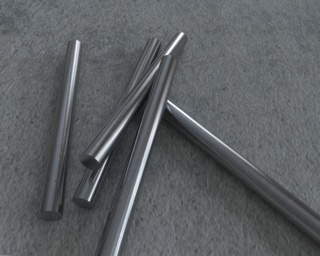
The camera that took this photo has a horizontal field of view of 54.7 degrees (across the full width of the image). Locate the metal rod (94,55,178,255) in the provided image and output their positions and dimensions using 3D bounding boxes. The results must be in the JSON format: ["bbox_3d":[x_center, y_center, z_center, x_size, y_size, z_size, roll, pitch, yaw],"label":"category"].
[{"bbox_3d":[-0.022,0.027,0.359,0.025,0.025,0.300,11,57,8],"label":"metal rod"}]

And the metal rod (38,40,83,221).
[{"bbox_3d":[-0.128,-0.022,0.419,0.025,0.025,0.300,-4,50,-4],"label":"metal rod"}]

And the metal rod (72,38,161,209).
[{"bbox_3d":[-0.046,-0.030,0.427,0.025,0.025,0.300,11,51,9],"label":"metal rod"}]

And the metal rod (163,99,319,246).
[{"bbox_3d":[0.093,0.045,0.366,0.025,0.025,0.300,-35,59,-26],"label":"metal rod"}]

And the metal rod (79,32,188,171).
[{"bbox_3d":[-0.019,-0.058,0.430,0.025,0.025,0.301,17,45,13],"label":"metal rod"}]
